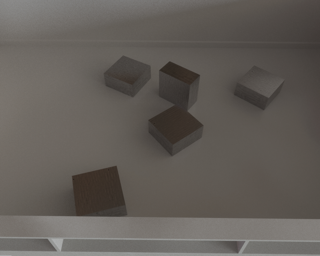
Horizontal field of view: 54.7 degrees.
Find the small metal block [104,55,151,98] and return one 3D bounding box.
[{"bbox_3d":[-0.049,-0.079,0.471,0.050,0.025,0.050,24,54,19],"label":"small metal block"}]

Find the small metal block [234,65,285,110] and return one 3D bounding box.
[{"bbox_3d":[0.146,-0.060,0.456,0.050,0.025,0.050,33,57,24],"label":"small metal block"}]

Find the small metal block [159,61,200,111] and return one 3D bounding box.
[{"bbox_3d":[0.026,-0.059,0.438,0.050,0.050,0.025,29,56,22],"label":"small metal block"}]

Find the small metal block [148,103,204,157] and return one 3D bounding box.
[{"bbox_3d":[0.020,0.001,0.404,0.050,0.025,0.050,-31,57,-23],"label":"small metal block"}]

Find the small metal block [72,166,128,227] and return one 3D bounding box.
[{"bbox_3d":[-0.067,0.074,0.342,0.050,0.025,0.050,-12,51,-10],"label":"small metal block"}]
